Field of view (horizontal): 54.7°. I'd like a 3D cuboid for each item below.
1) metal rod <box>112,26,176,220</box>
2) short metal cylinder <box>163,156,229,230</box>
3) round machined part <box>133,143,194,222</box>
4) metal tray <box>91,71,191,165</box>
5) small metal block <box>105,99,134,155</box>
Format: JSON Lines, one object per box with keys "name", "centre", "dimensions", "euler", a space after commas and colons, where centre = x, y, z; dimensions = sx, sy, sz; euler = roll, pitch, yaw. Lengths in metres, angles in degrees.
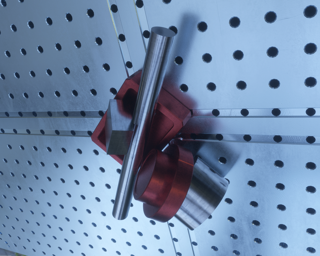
{"name": "metal rod", "centre": [-0.030, 0.019, 0.398], "dimensions": [0.025, 0.025, 0.298], "euler": [25, 127, 12]}
{"name": "short metal cylinder", "centre": [0.043, 0.083, 0.402], "dimensions": [0.050, 0.080, 0.080], "euler": [40, 129, 1]}
{"name": "round machined part", "centre": [-0.001, 0.064, 0.389], "dimensions": [0.042, 0.098, 0.097], "euler": [24, 130, -14]}
{"name": "metal tray", "centre": [-0.030, -0.001, 0.421], "dimensions": [0.090, 0.030, 0.129], "euler": [40, 129, 0]}
{"name": "small metal block", "centre": [-0.053, -0.001, 0.393], "dimensions": [0.025, 0.050, 0.050], "euler": [2, 140, -18]}
